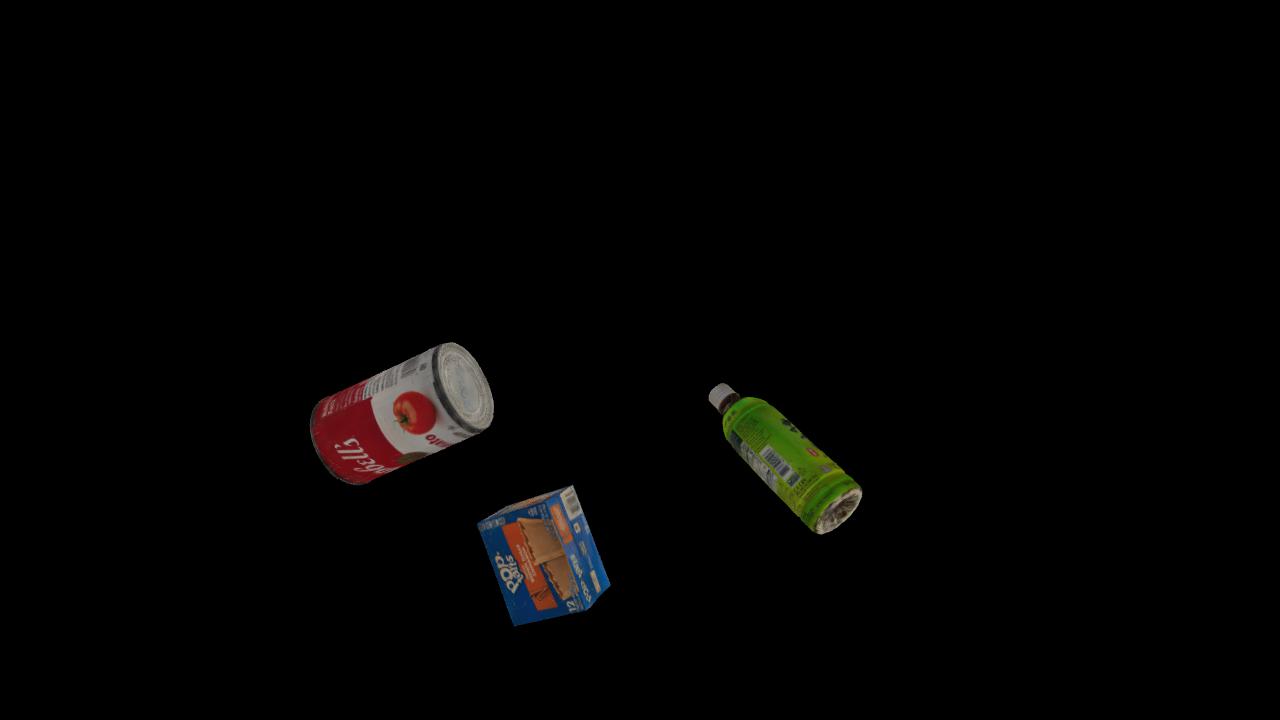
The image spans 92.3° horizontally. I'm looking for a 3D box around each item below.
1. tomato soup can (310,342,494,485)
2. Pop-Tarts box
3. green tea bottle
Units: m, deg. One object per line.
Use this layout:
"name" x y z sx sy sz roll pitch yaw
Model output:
"tomato soup can" -0.160 0.037 0.424 0.101 0.068 0.068 -24 -4 10
"Pop-Tarts box" -0.146 0.296 0.934 0.141 0.167 0.083 -22 -4 25
"green tea bottle" 0.152 0.099 0.704 0.073 0.073 0.212 0 35 -41
